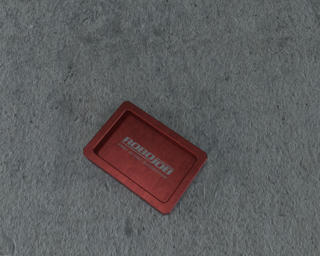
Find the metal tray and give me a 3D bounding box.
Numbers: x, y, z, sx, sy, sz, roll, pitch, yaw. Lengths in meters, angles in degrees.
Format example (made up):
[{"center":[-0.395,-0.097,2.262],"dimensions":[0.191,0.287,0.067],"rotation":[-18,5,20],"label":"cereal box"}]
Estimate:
[{"center":[-0.018,0.036,0.393],"dimensions":[0.130,0.030,0.090],"rotation":[34,73,11],"label":"metal tray"}]
